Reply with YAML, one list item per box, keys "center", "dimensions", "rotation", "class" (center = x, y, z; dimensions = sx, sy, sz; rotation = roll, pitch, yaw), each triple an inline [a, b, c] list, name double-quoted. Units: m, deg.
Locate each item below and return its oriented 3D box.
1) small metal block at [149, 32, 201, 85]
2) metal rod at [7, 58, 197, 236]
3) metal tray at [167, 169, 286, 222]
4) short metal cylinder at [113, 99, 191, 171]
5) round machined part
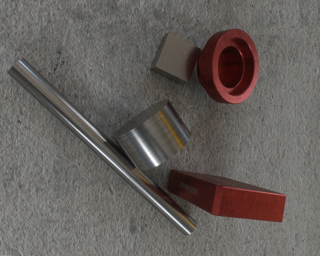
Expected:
- center: [0.021, -0.092, 0.418]
  dimensions: [0.050, 0.025, 0.050]
  rotation: [23, 82, -19]
  class: "small metal block"
- center: [-0.061, 0.033, 0.387]
  dimensions: [0.300, 0.025, 0.025]
  rotation: [46, 76, -15]
  class: "metal rod"
- center: [0.075, 0.080, 0.382]
  dimensions: [0.091, 0.130, 0.030]
  rotation: [11, 86, -20]
  class: "metal tray"
- center: [-0.009, 0.008, 0.377]
  dimensions: [0.080, 0.080, 0.050]
  rotation: [-38, 103, -16]
  class: "short metal cylinder"
- center: [0.089, -0.082, 0.423]
  dimensions: [0.099, 0.042, 0.097]
  rotation: [-7, 101, -38]
  class: "round machined part"
